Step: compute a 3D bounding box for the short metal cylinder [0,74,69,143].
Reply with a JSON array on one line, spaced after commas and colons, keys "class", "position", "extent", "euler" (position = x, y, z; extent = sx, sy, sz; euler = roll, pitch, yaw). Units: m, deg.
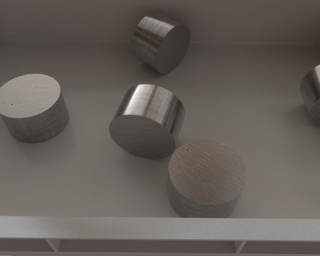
[{"class": "short metal cylinder", "position": [-0.167, -0.026, 0.409], "extent": [0.081, 0.050, 0.080], "euler": [0, 50, 0]}]

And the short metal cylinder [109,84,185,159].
[{"class": "short metal cylinder", "position": [-0.014, -0.006, 0.374], "extent": [0.080, 0.080, 0.050], "euler": [12, 51, 10]}]

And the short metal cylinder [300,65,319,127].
[{"class": "short metal cylinder", "position": [0.234, -0.044, 0.409], "extent": [0.081, 0.080, 0.050], "euler": [2, 50, 1]}]

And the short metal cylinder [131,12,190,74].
[{"class": "short metal cylinder", "position": [0.002, -0.131, 0.480], "extent": [0.050, 0.080, 0.080], "euler": [35, 58, 25]}]

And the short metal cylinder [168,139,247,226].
[{"class": "short metal cylinder", "position": [0.049, 0.059, 0.340], "extent": [0.081, 0.050, 0.080], "euler": [0, 50, 0]}]
